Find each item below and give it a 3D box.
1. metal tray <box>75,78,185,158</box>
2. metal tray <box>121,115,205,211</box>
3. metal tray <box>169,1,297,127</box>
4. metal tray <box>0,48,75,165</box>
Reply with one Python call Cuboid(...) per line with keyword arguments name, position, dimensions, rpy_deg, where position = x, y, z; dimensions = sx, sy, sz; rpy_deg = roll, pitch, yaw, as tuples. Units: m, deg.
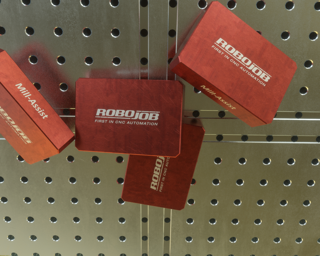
Cuboid(name="metal tray", position=(-0.037, -0.015, 0.382), dimensions=(0.131, 0.030, 0.089), rpy_deg=(3, 96, 9))
Cuboid(name="metal tray", position=(0.002, 0.046, 0.427), dimensions=(0.090, 0.030, 0.129), rpy_deg=(11, 110, -4))
Cuboid(name="metal tray", position=(0.088, -0.072, 0.361), dimensions=(0.130, 0.030, 0.090), rpy_deg=(33, 74, -12))
Cuboid(name="metal tray", position=(-0.174, -0.019, 0.377), dimensions=(0.090, 0.030, 0.130), rpy_deg=(-20, 113, 43))
